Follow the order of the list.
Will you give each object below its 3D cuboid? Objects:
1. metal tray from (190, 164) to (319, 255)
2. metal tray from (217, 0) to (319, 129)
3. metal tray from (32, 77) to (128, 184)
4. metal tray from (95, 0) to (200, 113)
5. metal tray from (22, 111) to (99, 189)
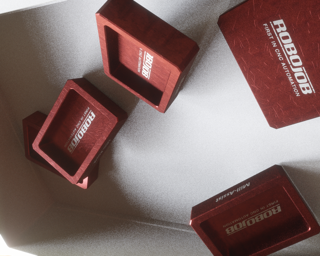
[{"bbox_3d":[0.115,0.115,0.387,0.130,0.030,0.090,-32,101,17],"label":"metal tray"},{"bbox_3d":[0.125,-0.070,0.296,0.090,0.030,0.130,-21,108,36],"label":"metal tray"},{"bbox_3d":[-0.116,0.005,0.442,0.090,0.030,0.129,40,113,7],"label":"metal tray"},{"bbox_3d":[-0.017,-0.069,0.324,0.090,0.030,0.130,35,165,3],"label":"metal tray"},{"bbox_3d":[-0.164,0.037,0.514,0.130,0.030,0.089,24,127,13],"label":"metal tray"}]
